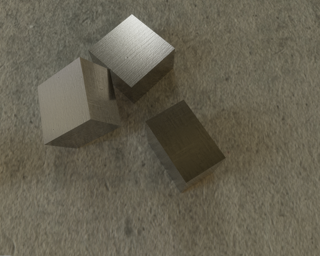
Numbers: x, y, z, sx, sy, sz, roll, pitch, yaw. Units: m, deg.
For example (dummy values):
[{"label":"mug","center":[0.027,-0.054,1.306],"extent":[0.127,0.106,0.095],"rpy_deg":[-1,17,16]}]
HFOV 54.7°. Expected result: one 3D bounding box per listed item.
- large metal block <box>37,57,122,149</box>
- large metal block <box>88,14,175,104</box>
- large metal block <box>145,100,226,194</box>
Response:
[{"label":"large metal block","center":[-0.101,-0.027,0.384],"extent":[0.080,0.050,0.080],"rpy_deg":[-25,68,28]},{"label":"large metal block","center":[-0.037,-0.095,0.429],"extent":[0.080,0.050,0.080],"rpy_deg":[42,75,13]},{"label":"large metal block","center":[0.027,0.025,0.370],"extent":[0.050,0.080,0.080],"rpy_deg":[-31,73,-11]}]
